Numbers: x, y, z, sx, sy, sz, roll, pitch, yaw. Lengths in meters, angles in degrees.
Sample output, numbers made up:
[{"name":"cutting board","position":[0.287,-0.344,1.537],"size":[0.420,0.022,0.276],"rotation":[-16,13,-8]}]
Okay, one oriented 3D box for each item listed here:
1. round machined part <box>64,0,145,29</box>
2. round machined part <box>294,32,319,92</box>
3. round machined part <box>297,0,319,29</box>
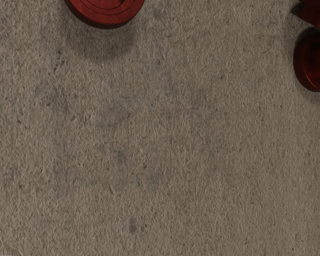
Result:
[{"name":"round machined part","position":[-0.069,-0.168,0.375],"size":[0.099,0.042,0.097],"rotation":[0,90,-21]},{"name":"round machined part","position":[0.270,-0.109,0.502],"size":[0.099,0.042,0.097],"rotation":[0,90,-21]},{"name":"round machined part","position":[0.255,-0.176,0.477],"size":[0.099,0.098,0.042],"rotation":[14,121,-20]}]
